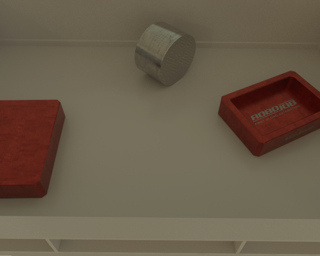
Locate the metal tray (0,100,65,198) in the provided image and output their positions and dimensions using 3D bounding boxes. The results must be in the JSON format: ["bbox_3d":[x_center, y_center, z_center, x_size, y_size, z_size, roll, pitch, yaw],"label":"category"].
[{"bbox_3d":[-0.176,0.021,0.382,0.091,0.030,0.130,-1,50,-1],"label":"metal tray"}]

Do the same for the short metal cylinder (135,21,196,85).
[{"bbox_3d":[0.009,-0.111,0.463,0.050,0.080,0.080,35,58,26],"label":"short metal cylinder"}]

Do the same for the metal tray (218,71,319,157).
[{"bbox_3d":[0.159,-0.024,0.424,0.131,0.030,0.090,-21,53,-17],"label":"metal tray"}]
